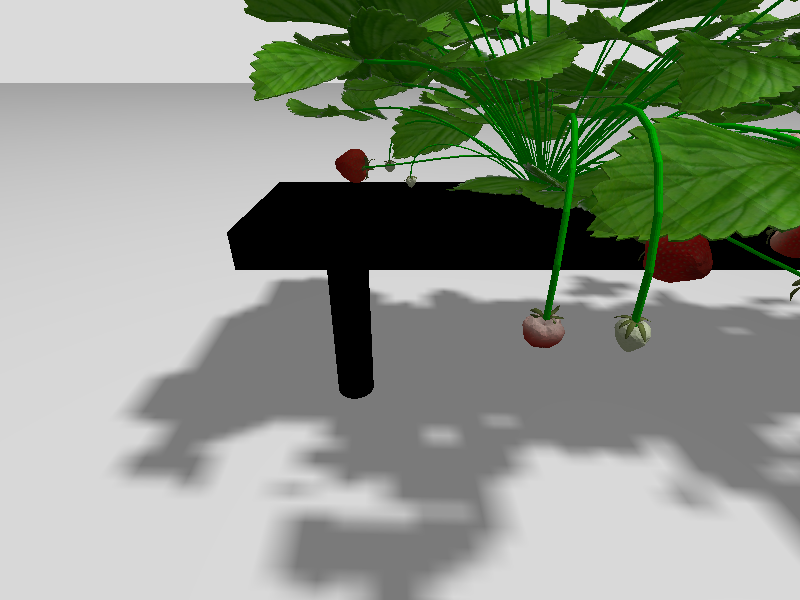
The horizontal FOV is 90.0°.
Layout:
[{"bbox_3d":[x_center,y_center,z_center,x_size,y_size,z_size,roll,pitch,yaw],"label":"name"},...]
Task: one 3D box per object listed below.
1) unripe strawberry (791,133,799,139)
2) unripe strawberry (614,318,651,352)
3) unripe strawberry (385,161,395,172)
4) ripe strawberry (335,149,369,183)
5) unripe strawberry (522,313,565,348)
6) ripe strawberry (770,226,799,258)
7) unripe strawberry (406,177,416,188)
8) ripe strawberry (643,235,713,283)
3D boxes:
[{"bbox_3d":[0.519,-0.207,0.534,0.027,0.028,0.029,-7,30,-12],"label":"unripe strawberry"},{"bbox_3d":[0.078,0.012,0.135,0.011,0.011,0.011,6,31,10],"label":"unripe strawberry"},{"bbox_3d":[-0.011,-0.144,0.432,0.011,0.011,0.011,19,35,30],"label":"unripe strawberry"},{"bbox_3d":[-0.050,-0.136,0.405,0.034,0.033,0.032,11,32,19],"label":"ripe strawberry"},{"bbox_3d":[0.055,0.012,0.154,0.015,0.014,0.014,9,31,15],"label":"unripe strawberry"},{"bbox_3d":[0.239,-0.037,0.236,0.025,0.028,0.027,-24,54,-35],"label":"ripe strawberry"},{"bbox_3d":[0.011,-0.114,0.386,0.010,0.010,0.011,10,32,17],"label":"unripe strawberry"},{"bbox_3d":[0.147,-0.023,0.211,0.030,0.032,0.033,-4,31,-7],"label":"ripe strawberry"}]
